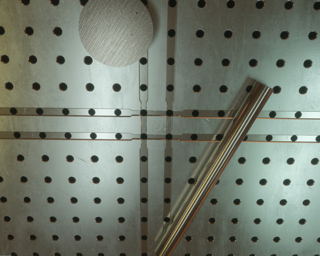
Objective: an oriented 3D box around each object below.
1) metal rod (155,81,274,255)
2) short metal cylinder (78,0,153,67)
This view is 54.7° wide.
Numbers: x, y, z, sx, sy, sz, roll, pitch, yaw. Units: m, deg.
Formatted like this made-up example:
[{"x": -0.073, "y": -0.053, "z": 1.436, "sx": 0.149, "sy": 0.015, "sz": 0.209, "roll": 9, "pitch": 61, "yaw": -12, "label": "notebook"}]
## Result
[{"x": 0.069, "y": 0.072, "z": 0.440, "sx": 0.025, "sy": 0.025, "sz": 0.298, "roll": 24, "pitch": 108, "yaw": -9, "label": "metal rod"}, {"x": -0.047, "y": -0.114, "z": 0.357, "sx": 0.081, "sy": 0.050, "sz": 0.079, "roll": 0, "pitch": 110, "yaw": 0, "label": "short metal cylinder"}]
